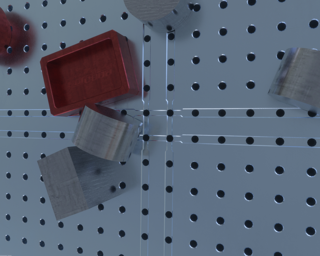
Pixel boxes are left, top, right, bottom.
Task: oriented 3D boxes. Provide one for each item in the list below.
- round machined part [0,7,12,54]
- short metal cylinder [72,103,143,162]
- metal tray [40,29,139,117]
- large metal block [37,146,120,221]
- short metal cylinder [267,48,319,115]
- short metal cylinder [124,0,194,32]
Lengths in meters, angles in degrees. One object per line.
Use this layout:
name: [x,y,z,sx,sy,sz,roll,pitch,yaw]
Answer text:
round machined part: [-0.284,-0.156,0.504,0.098,0.042,0.097,0,90,20]
short metal cylinder: [-0.068,0.005,0.408,0.080,0.080,0.050,24,98,18]
metal tray: [-0.104,-0.075,0.446,0.130,0.030,0.090,-15,85,19]
large metal block: [-0.108,0.069,0.421,0.050,0.080,0.080,-24,82,18]
short metal cylinder: [0.162,-0.046,0.326,0.080,0.080,0.050,23,98,18]
short metal cylinder: [-0.001,-0.170,0.399,0.080,0.050,0.080,0,90,20]
